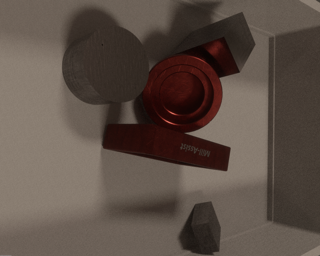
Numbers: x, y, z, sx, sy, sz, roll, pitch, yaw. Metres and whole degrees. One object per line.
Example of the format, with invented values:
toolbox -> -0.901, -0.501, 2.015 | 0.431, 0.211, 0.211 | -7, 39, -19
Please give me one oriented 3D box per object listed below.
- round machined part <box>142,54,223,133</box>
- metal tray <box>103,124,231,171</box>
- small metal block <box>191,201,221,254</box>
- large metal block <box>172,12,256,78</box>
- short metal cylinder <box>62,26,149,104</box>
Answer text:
round machined part -> 0.028, -0.046, 0.399 | 0.099, 0.042, 0.097 | 0, 109, 2
metal tray -> 0.010, 0.024, 0.374 | 0.131, 0.090, 0.030 | 17, 80, -39
small metal block -> 0.068, 0.144, 0.452 | 0.050, 0.025, 0.050 | -60, 132, -64
large metal block -> 0.075, -0.107, 0.425 | 0.050, 0.080, 0.080 | 59, 44, -24
short metal cylinder -> -0.059, -0.066, 0.342 | 0.081, 0.050, 0.079 | 0, 90, -40
